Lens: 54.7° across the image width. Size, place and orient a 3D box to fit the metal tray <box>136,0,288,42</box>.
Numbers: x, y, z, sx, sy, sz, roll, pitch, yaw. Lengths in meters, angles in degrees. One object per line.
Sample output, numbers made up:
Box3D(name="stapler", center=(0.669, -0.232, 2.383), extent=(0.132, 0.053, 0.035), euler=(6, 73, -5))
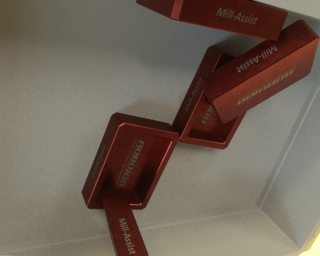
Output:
Box3D(name="metal tray", center=(0.053, -0.124, 0.319), extent=(0.131, 0.090, 0.030), euler=(1, 118, -29))

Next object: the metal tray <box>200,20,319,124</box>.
Box3D(name="metal tray", center=(0.119, -0.062, 0.375), extent=(0.130, 0.030, 0.090), euler=(-31, 156, 7))

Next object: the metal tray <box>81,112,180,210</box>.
Box3D(name="metal tray", center=(-0.040, 0.049, 0.415), extent=(0.091, 0.030, 0.129), euler=(11, 113, -34))

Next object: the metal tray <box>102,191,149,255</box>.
Box3D(name="metal tray", center=(-0.037, 0.156, 0.381), extent=(0.030, 0.130, 0.089), euler=(-15, 132, -15))

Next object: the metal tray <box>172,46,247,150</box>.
Box3D(name="metal tray", center=(0.081, -0.036, 0.428), extent=(0.091, 0.030, 0.129), euler=(11, 113, -34))
